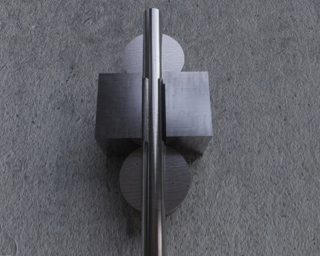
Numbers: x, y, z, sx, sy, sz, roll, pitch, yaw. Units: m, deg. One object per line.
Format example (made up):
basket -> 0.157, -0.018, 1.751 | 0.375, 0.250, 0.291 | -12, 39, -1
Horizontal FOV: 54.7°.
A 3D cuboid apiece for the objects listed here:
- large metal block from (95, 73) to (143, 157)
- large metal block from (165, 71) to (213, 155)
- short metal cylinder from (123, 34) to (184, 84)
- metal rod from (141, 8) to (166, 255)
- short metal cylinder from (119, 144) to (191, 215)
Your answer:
large metal block -> -0.046, -0.013, 0.384 | 0.050, 0.080, 0.080 | -1, 70, 0
large metal block -> 0.031, -0.015, 0.386 | 0.050, 0.080, 0.080 | -1, 70, 0
short metal cylinder -> -0.008, -0.082, 0.426 | 0.081, 0.050, 0.080 | 0, 69, 0
metal rod -> -0.008, -0.010, 0.359 | 0.025, 0.025, 0.299 | -1, 70, 0
short metal cylinder -> -0.006, 0.065, 0.373 | 0.081, 0.050, 0.080 | 0, 69, 0
